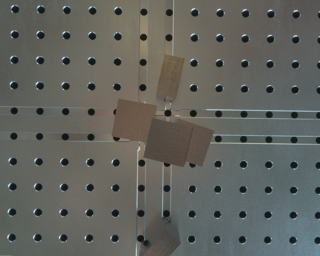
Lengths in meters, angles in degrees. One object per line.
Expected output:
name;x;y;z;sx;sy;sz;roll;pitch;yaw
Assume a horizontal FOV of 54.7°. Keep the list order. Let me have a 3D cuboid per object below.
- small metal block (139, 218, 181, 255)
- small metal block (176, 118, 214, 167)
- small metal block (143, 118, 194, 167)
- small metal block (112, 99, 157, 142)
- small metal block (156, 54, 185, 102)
small metal block;-0.001;0.151;0.401;0.025;0.050;0.050;41;90;-1
small metal block;0.039;0.019;0.414;0.050;0.025;0.050;19;90;-1
small metal block;0.011;0.018;0.389;0.050;0.025;0.050;13;89;9
small metal block;-0.034;-0.009;0.413;0.050;0.025;0.050;10;90;-1
small metal block;0.013;-0.063;0.401;0.025;0.050;0.050;13;90;0
